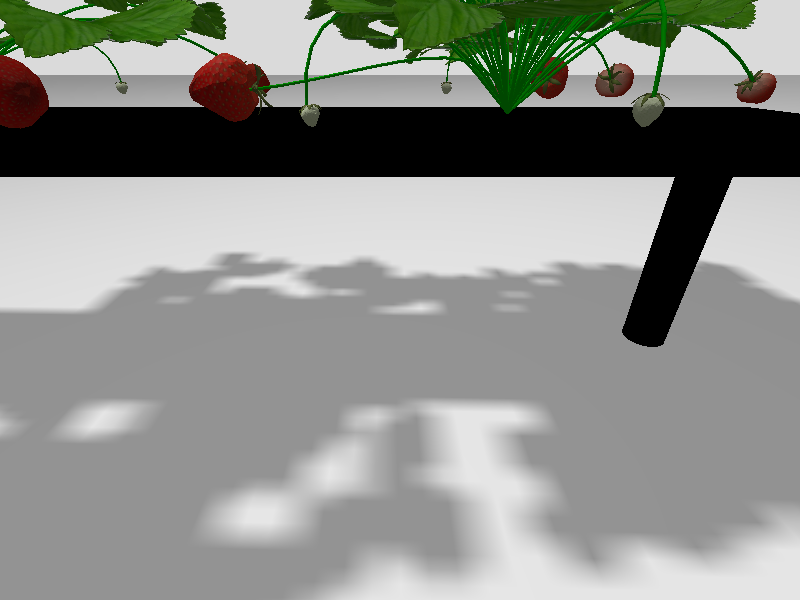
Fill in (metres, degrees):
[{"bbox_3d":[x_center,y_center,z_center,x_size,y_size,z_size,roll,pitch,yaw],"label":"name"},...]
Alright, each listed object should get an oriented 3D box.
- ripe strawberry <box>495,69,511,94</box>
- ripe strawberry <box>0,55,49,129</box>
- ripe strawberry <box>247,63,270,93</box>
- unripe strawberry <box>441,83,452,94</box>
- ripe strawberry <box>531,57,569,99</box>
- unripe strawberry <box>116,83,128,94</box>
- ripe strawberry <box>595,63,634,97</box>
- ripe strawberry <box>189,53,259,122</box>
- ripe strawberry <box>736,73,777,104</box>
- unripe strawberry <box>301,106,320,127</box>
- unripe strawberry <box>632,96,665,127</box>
[{"bbox_3d":[0.118,-0.238,0.442,0.025,0.029,0.027,6,31,10],"label":"ripe strawberry"},{"bbox_3d":[-0.241,-0.129,0.249,0.042,0.041,0.039,17,34,25],"label":"ripe strawberry"},{"bbox_3d":[-0.173,-0.263,0.480,0.037,0.031,0.037,26,12,37],"label":"ripe strawberry"},{"bbox_3d":[0.050,-0.227,0.430,0.011,0.011,0.010,-8,31,-13],"label":"unripe strawberry"},{"bbox_3d":[0.177,-0.261,0.471,0.040,0.043,0.043,14,33,22],"label":"ripe strawberry"},{"bbox_3d":[-0.299,-0.228,0.432,0.011,0.011,0.010,14,33,22],"label":"unripe strawberry"},{"bbox_3d":[0.239,-0.243,0.444,0.038,0.032,0.038,27,34,37],"label":"ripe strawberry"},{"bbox_3d":[-0.121,-0.144,0.274,0.043,0.042,0.040,-6,31,-9],"label":"ripe strawberry"},{"bbox_3d":[0.335,-0.197,0.375,0.029,0.025,0.029,21,21,-28],"label":"ripe strawberry"},{"bbox_3d":[-0.050,-0.103,0.225,0.010,0.011,0.012,-21,37,-32],"label":"unripe strawberry"},{"bbox_3d":[0.100,-0.076,0.162,0.011,0.011,0.011,-2,31,-4],"label":"unripe strawberry"}]
